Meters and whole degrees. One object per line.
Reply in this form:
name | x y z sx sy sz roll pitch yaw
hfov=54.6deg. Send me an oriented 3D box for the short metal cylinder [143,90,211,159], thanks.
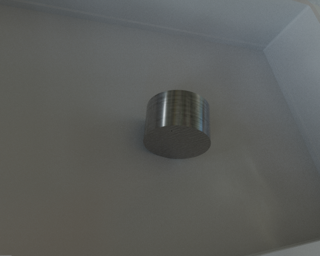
short metal cylinder | 0.022 -0.002 0.383 0.080 0.080 0.050 17 55 -19
